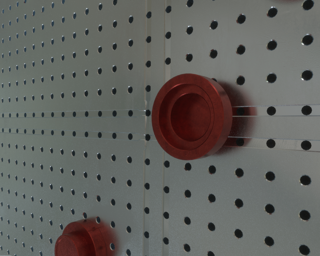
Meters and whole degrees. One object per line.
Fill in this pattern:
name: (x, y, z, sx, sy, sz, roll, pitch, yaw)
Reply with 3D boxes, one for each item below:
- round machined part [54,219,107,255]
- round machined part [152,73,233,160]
round machined part: (-0.136, 0.204, 0.507, 0.098, 0.042, 0.097, 0, 90, 39)
round machined part: (0.041, -0.013, 0.363, 0.098, 0.042, 0.097, 0, 90, 39)
